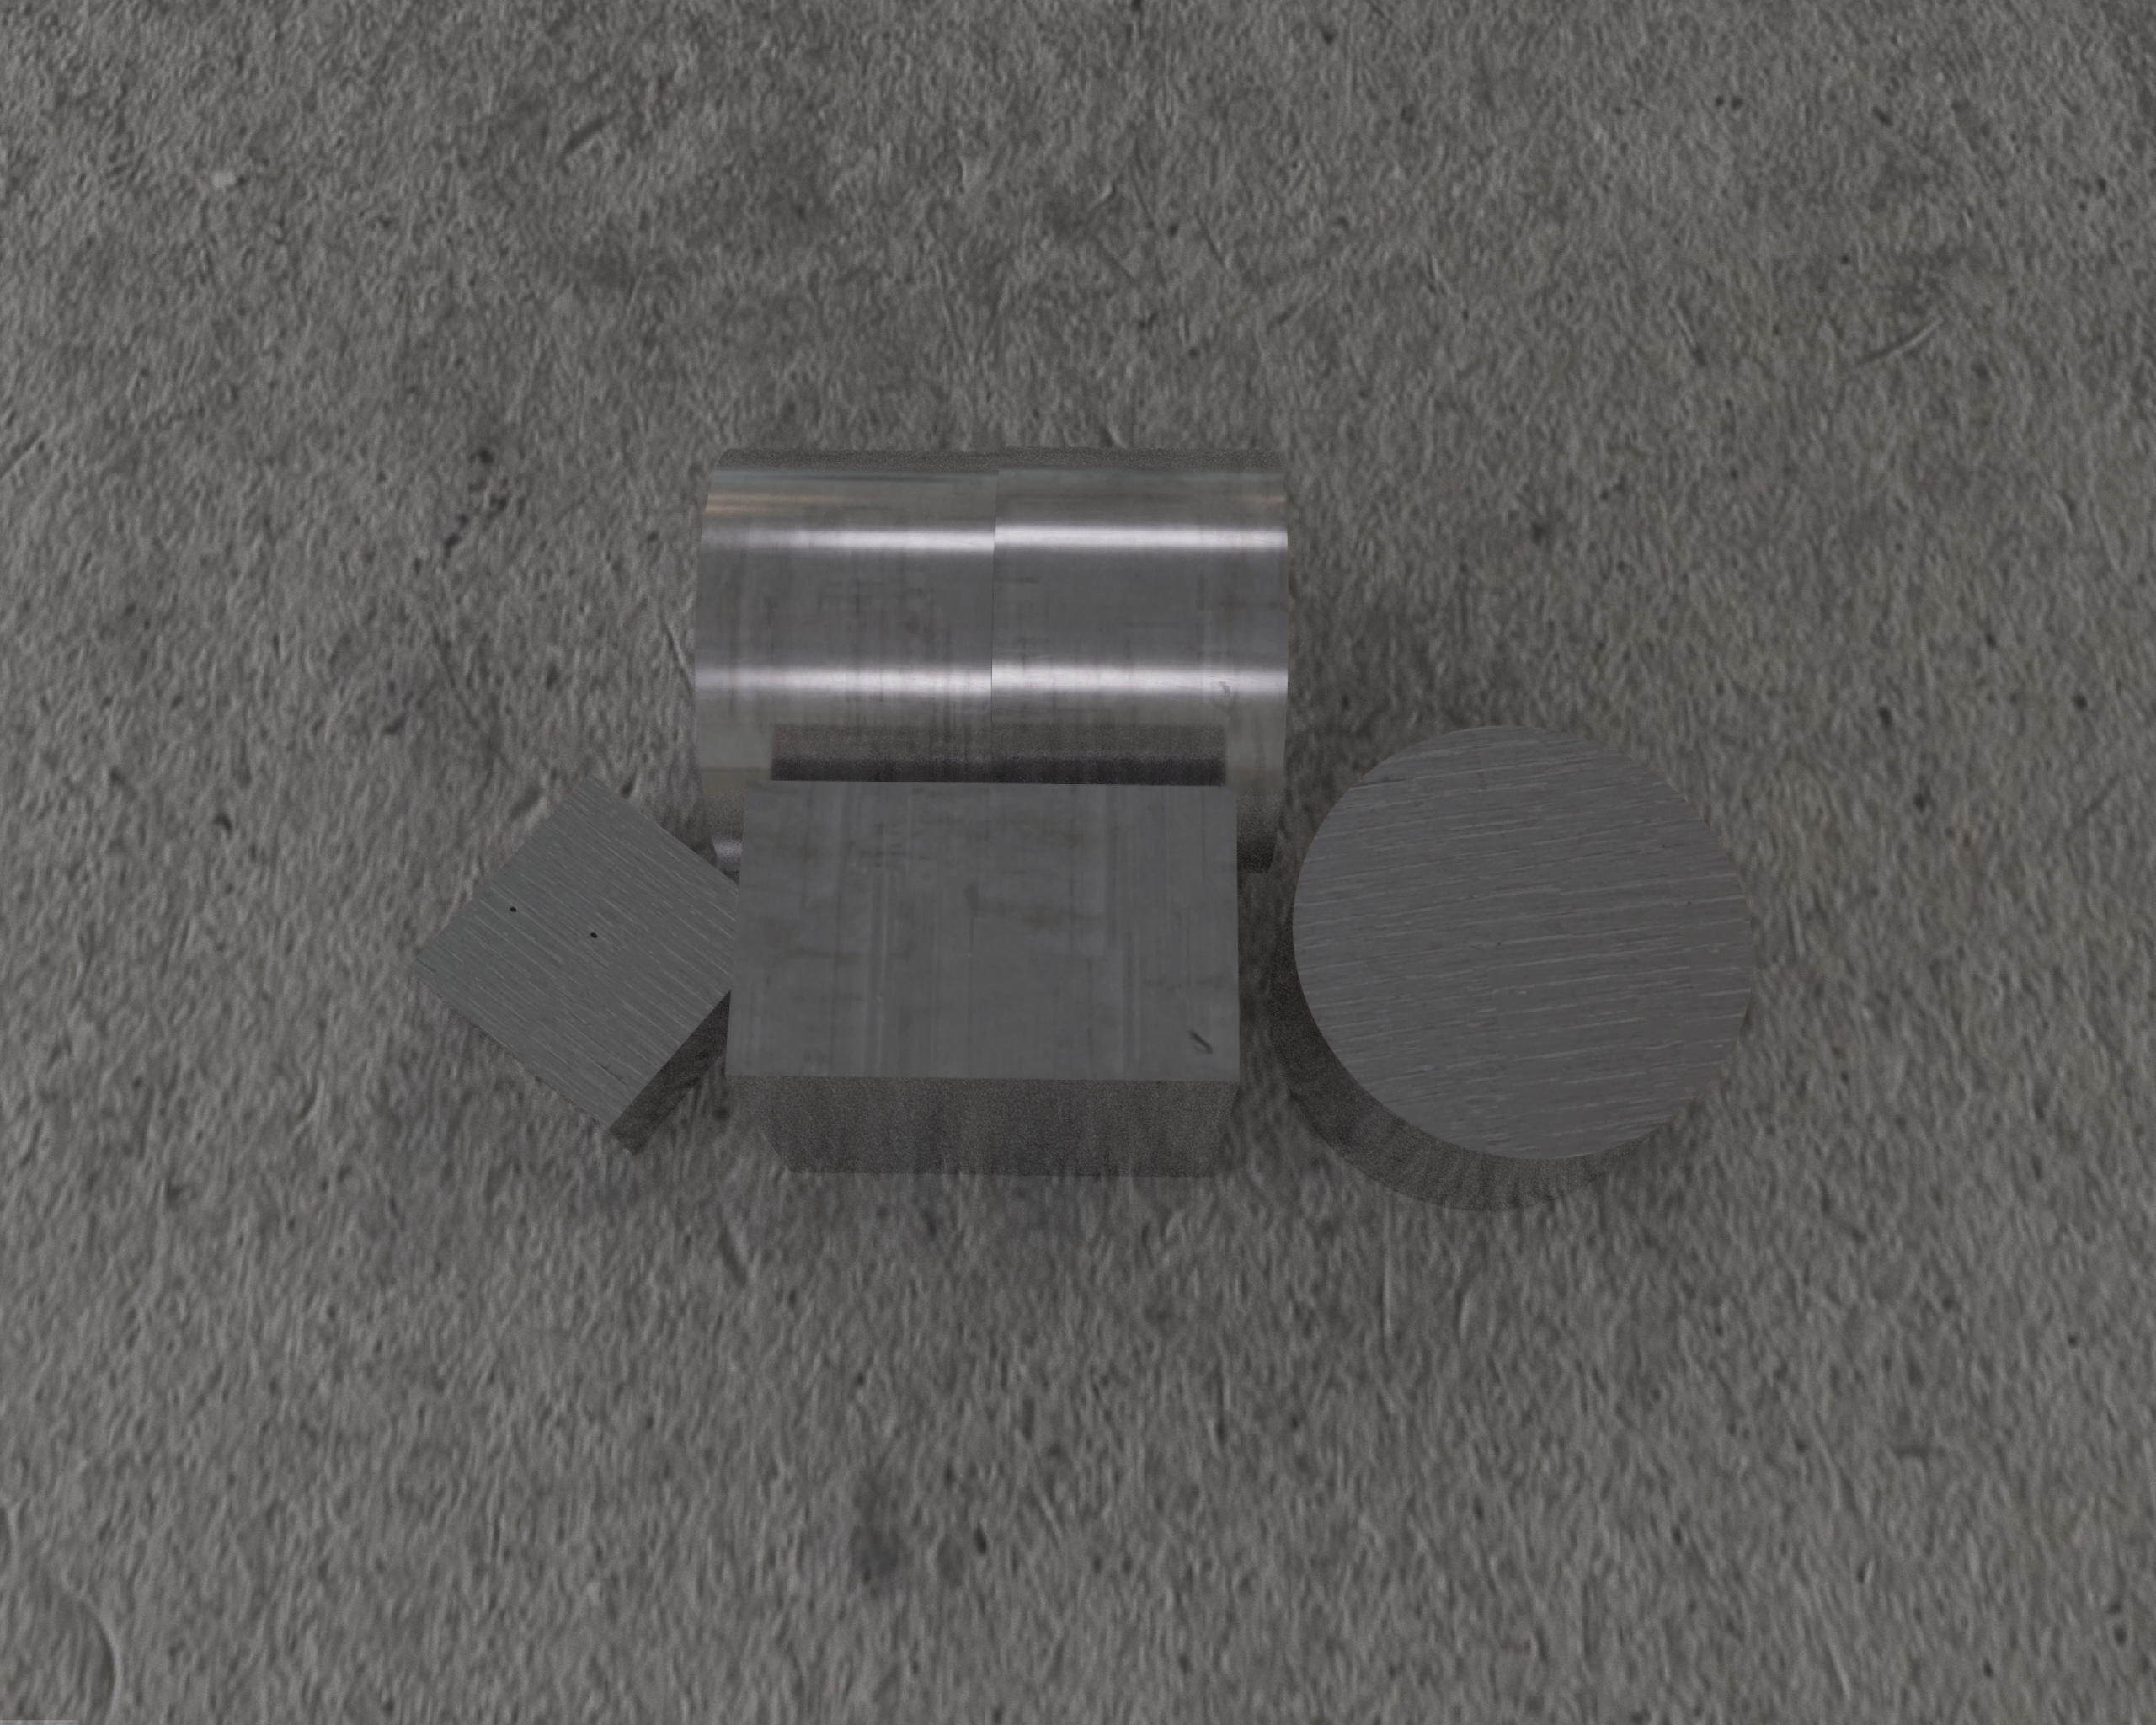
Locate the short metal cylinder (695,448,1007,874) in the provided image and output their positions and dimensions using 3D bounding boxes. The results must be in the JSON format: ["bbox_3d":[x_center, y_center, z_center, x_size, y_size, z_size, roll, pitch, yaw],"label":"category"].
[{"bbox_3d":[-0.040,-0.037,0.394,0.050,0.080,0.080,1,70,0],"label":"short metal cylinder"}]

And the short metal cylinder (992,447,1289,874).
[{"bbox_3d":[0.011,-0.038,0.394,0.050,0.080,0.080,1,70,0],"label":"short metal cylinder"}]

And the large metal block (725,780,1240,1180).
[{"bbox_3d":[-0.015,0.024,0.372,0.081,0.080,0.050,1,70,0],"label":"large metal block"}]

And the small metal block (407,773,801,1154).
[{"bbox_3d":[-0.090,0.020,0.402,0.050,0.025,0.050,36,74,12],"label":"small metal block"}]

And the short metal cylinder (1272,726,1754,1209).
[{"bbox_3d":[0.078,0.021,0.389,0.081,0.050,0.080,0,70,0],"label":"short metal cylinder"}]
